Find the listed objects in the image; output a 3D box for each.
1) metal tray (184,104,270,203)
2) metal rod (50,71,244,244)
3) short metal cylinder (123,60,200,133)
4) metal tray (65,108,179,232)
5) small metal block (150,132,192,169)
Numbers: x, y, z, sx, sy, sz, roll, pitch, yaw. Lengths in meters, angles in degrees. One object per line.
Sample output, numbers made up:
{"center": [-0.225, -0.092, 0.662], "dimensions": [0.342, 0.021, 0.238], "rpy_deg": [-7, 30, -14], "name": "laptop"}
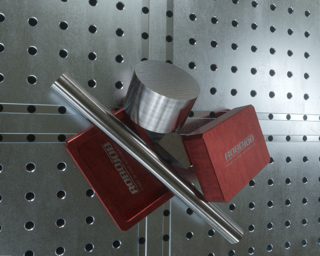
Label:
{"center": [0.096, 0.030, 0.414], "dimensions": [0.131, 0.030, 0.090], "rpy_deg": [-27, 100, -43], "name": "metal tray"}
{"center": [-0.004, 0.046, 0.375], "dimensions": [0.300, 0.025, 0.025], "rpy_deg": [43, 77, -16], "name": "metal rod"}
{"center": [0.002, -0.039, 0.374], "dimensions": [0.081, 0.080, 0.050], "rpy_deg": [9, 129, -20], "name": "short metal cylinder"}
{"center": [-0.046, 0.050, 0.389], "dimensions": [0.090, 0.030, 0.130], "rpy_deg": [-33, 101, -17], "name": "metal tray"}
{"center": [0.015, 0.025, 0.400], "dimensions": [0.050, 0.050, 0.025], "rpy_deg": [42, 77, -15], "name": "small metal block"}
